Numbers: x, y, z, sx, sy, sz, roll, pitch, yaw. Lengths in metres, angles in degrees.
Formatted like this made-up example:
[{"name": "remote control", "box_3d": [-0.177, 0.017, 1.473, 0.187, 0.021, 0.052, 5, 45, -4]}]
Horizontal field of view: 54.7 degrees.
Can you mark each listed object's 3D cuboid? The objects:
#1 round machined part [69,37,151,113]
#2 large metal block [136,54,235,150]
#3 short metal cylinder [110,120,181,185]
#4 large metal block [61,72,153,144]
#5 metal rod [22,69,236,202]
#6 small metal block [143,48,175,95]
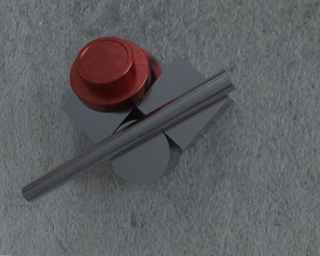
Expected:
[{"name": "round machined part", "box_3d": [-0.062, -0.071, 0.375, 0.099, 0.042, 0.098, -3, 64, 6]}, {"name": "large metal block", "box_3d": [0.032, -0.031, 0.385, 0.080, 0.050, 0.080, 43, 103, 14]}, {"name": "short metal cylinder", "box_3d": [-0.018, 0.029, 0.402, 0.080, 0.050, 0.079, 0, 90, 19]}, {"name": "large metal block", "box_3d": [-0.071, -0.029, 0.420, 0.080, 0.050, 0.080, 44, 103, 14]}, {"name": "metal rod", "box_3d": [-0.050, 0.018, 0.374, 0.300, 0.025, 0.025, -29, 81, 17]}, {"name": "small metal block", "box_3d": [-0.015, -0.069, 0.414, 0.050, 0.025, 0.050, 44, 103, 14]}]
